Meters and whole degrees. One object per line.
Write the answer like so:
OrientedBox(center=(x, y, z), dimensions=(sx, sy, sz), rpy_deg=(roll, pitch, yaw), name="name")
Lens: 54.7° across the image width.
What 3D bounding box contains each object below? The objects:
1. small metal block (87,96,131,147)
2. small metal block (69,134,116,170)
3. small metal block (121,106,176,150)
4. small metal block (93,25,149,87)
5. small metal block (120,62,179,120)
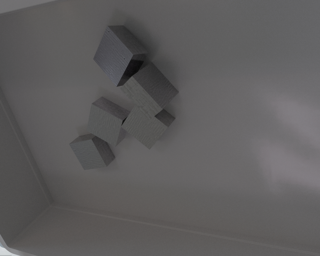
OrientedBox(center=(-0.073, -0.009, 0.442), dimensions=(0.050, 0.025, 0.050), rpy_deg=(28, 128, 10), name="small metal block")
OrientedBox(center=(-0.106, 0.036, 0.487), dimensions=(0.050, 0.025, 0.050), rpy_deg=(-12, 113, 33), name="small metal block")
OrientedBox(center=(-0.016, -0.007, 0.413), dimensions=(0.050, 0.025, 0.050), rpy_deg=(39, 129, 1), name="small metal block")
OrientedBox(center=(-0.048, -0.086, 0.372), dimensions=(0.050, 0.025, 0.050), rpy_deg=(50, 131, 16), name="small metal block")
OrientedBox(center=(-0.011, -0.045, 0.371), dimensions=(0.050, 0.050, 0.025), rpy_deg=(47, 129, -6), name="small metal block")
